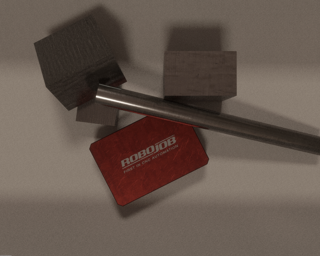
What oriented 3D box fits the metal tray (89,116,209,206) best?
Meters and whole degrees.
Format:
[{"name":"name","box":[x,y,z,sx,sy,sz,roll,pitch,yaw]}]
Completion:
[{"name":"metal tray","box":[-0.014,0.033,0.409,0.131,0.030,0.090,-27,90,-1]}]

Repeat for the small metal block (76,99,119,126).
[{"name":"small metal block","box":[-0.080,-0.030,0.410,0.050,0.025,0.050,7,90,-1]}]

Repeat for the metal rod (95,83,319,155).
[{"name":"metal rod","box":[0.072,-0.008,0.388,0.302,0.025,0.025,13,90,-10]}]

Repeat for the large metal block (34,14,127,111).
[{"name":"large metal block","box":[-0.098,-0.081,0.380,0.080,0.050,0.080,-27,57,-1]}]

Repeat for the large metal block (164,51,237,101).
[{"name":"large metal block","box":[0.045,-0.061,0.385,0.081,0.080,0.050,0,90,-1]}]
